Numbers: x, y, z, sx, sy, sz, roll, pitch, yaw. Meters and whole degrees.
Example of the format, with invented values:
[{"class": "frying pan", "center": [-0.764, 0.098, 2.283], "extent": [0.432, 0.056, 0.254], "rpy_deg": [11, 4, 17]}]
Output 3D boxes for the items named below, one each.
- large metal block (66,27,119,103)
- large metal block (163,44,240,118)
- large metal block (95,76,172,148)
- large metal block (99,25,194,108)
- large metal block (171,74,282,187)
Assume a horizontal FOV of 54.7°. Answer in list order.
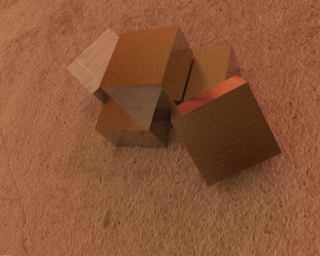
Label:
[{"class": "large metal block", "center": [-0.078, -0.086, 0.453], "extent": [0.050, 0.080, 0.080], "rpy_deg": [44, 86, 6]}, {"class": "large metal block", "center": [0.052, -0.056, 0.396], "extent": [0.080, 0.050, 0.080], "rpy_deg": [0, 62, 28]}, {"class": "large metal block", "center": [-0.029, -0.021, 0.413], "extent": [0.080, 0.050, 0.080], "rpy_deg": [0, 62, 28]}, {"class": "large metal block", "center": [-0.014, -0.070, 0.371], "extent": [0.080, 0.050, 0.080], "rpy_deg": [2, 63, 29]}, {"class": "large metal block", "center": [0.066, 0.001, 0.325], "extent": [0.080, 0.080, 0.050], "rpy_deg": [-27, 15, 10]}]
